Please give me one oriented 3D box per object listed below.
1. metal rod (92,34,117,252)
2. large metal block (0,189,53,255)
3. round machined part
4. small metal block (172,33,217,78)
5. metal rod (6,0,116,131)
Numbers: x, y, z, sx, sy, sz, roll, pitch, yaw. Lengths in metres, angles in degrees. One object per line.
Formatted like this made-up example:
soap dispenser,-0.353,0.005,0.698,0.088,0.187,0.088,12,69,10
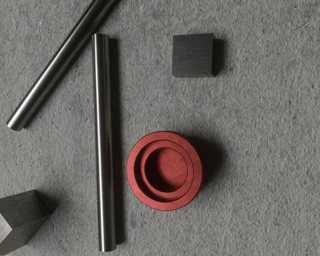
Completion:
metal rod,-0.078,0.020,0.435,0.025,0.025,0.298,-2,89,19
large metal block,-0.222,0.143,0.456,0.050,0.080,0.080,46,104,14
round machined part,0.011,0.052,0.395,0.098,0.042,0.097,0,90,19
small metal block,0.044,-0.091,0.393,0.050,0.025,0.050,3,91,19
metal rod,-0.135,-0.114,0.454,0.025,0.025,0.299,44,103,14
